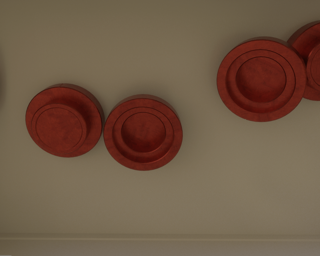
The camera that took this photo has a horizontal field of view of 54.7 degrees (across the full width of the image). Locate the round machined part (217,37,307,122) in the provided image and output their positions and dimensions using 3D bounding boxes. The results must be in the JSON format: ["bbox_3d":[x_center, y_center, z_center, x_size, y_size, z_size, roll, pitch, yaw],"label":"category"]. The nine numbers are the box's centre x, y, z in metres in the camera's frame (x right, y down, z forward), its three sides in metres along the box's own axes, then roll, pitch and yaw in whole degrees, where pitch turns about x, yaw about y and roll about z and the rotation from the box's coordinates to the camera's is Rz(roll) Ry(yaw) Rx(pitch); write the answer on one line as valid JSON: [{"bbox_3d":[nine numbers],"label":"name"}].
[{"bbox_3d":[0.121,-0.060,0.369,0.098,0.042,0.097,11,119,21],"label":"round machined part"}]

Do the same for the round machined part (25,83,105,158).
[{"bbox_3d":[-0.124,-0.005,0.399,0.099,0.042,0.097,0,110,-1],"label":"round machined part"}]

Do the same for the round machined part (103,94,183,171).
[{"bbox_3d":[-0.021,0.003,0.403,0.099,0.042,0.097,0,110,-1],"label":"round machined part"}]

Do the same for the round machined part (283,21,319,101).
[{"bbox_3d":[0.202,-0.079,0.376,0.099,0.042,0.097,0,110,-1],"label":"round machined part"}]
